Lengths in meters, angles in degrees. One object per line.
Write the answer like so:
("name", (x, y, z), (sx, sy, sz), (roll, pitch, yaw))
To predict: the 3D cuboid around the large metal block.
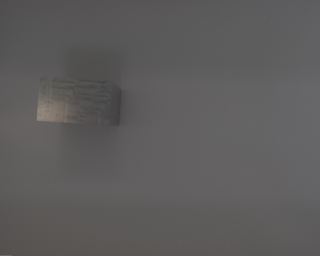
("large metal block", (-0.095, -0.030, 0.383), (0.080, 0.080, 0.050), (4, 90, 0))
